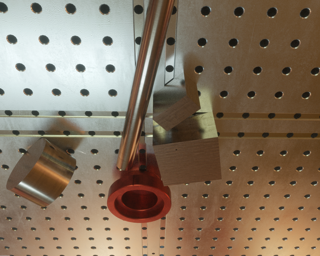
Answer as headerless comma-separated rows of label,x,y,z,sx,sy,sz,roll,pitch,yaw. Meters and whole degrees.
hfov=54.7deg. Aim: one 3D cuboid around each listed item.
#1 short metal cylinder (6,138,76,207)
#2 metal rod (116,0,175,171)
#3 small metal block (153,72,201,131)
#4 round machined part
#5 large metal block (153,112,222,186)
short metal cylinder,-0.162,0.061,0.425,0.080,0.080,0.050,-34,123,25
metal rod,-0.019,-0.057,0.362,0.025,0.025,0.298,10,130,-9
small metal block,0.018,-0.032,0.369,0.050,0.050,0.025,-35,122,25
round machined part,-0.032,0.105,0.489,0.099,0.042,0.097,-1,130,0
large metal block,0.038,0.030,0.421,0.080,0.050,0.080,-8,130,6
